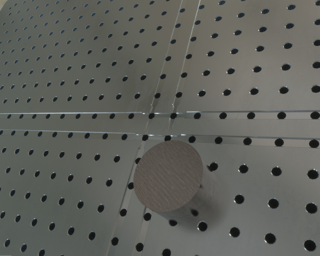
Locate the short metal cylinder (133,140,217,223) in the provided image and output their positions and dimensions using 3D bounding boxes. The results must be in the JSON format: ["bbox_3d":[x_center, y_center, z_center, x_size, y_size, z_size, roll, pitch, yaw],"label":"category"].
[{"bbox_3d":[0.018,0.060,0.347,0.080,0.050,0.080,-13,56,21],"label":"short metal cylinder"}]
